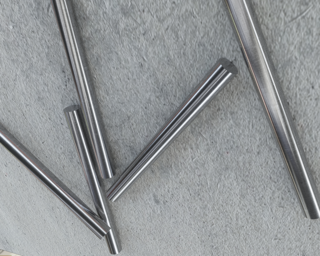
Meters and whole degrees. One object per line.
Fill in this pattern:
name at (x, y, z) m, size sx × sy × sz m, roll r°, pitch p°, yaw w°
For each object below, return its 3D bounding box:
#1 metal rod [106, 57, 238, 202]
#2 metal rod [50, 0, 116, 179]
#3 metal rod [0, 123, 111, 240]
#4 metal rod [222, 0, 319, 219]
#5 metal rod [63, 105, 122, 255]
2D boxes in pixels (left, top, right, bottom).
metal rod at (-0.002, 0.023, 0.420) m, size 0.025 × 0.025 × 0.298 m, roll 40°, pitch 129°, yaw 0°
metal rod at (-0.103, -0.057, 0.423) m, size 0.025 × 0.025 × 0.298 m, roll 5°, pitch 121°, yaw 25°
metal rod at (-0.204, 0.082, 0.544) m, size 0.300 × 0.025 × 0.025 m, roll 41°, pitch 129°, yaw 6°
metal rod at (0.120, -0.026, 0.326) m, size 0.025 × 0.025 × 0.299 m, roll -15°, pitch 111°, yaw 34°
metal rod at (-0.107, 0.101, 0.523) m, size 0.025 × 0.025 × 0.298 m, roll 5°, pitch 121°, yaw 25°
